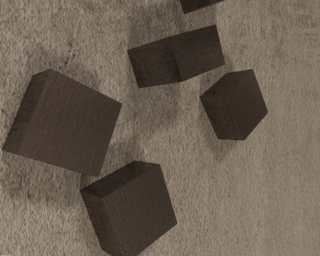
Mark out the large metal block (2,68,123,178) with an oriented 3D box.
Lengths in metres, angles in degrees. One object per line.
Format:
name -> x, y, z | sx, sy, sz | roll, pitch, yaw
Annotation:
large metal block -> -0.095, -0.002, 0.310 | 0.080, 0.050, 0.080 | 26, 74, -37

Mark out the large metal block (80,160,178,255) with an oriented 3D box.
large metal block -> -0.034, 0.093, 0.362 | 0.081, 0.050, 0.080 | -26, 107, -37

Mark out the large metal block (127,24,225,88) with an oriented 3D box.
large metal block -> 0.020, -0.089, 0.388 | 0.081, 0.080, 0.050 | -27, 107, -37

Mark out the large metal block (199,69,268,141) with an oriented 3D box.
large metal block -> 0.119, -0.037, 0.491 | 0.080, 0.050, 0.080 | -41, 115, -32

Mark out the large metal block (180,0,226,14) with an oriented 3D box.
large metal block -> 0.066, -0.219, 0.446 | 0.081, 0.050, 0.080 | -32, 110, -36
